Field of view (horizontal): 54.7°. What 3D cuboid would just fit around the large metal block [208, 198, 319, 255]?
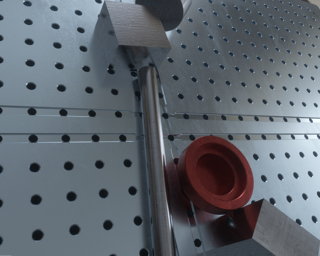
[{"bbox_3d":[0.117,0.135,0.354,0.080,0.080,0.050,37,51,-4],"label":"large metal block"}]

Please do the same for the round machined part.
[{"bbox_3d":[0.066,0.062,0.394,0.099,0.042,0.098,13,55,-20],"label":"round machined part"}]

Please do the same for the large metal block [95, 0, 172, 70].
[{"bbox_3d":[-0.040,-0.133,0.452,0.081,0.050,0.080,-5,64,-30],"label":"large metal block"}]

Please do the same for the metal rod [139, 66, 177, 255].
[{"bbox_3d":[-0.004,0.049,0.375,0.025,0.025,0.299,8,58,-24],"label":"metal rod"}]

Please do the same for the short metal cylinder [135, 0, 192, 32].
[{"bbox_3d":[0.007,-0.205,0.502,0.080,0.080,0.050,32,52,-8],"label":"short metal cylinder"}]
